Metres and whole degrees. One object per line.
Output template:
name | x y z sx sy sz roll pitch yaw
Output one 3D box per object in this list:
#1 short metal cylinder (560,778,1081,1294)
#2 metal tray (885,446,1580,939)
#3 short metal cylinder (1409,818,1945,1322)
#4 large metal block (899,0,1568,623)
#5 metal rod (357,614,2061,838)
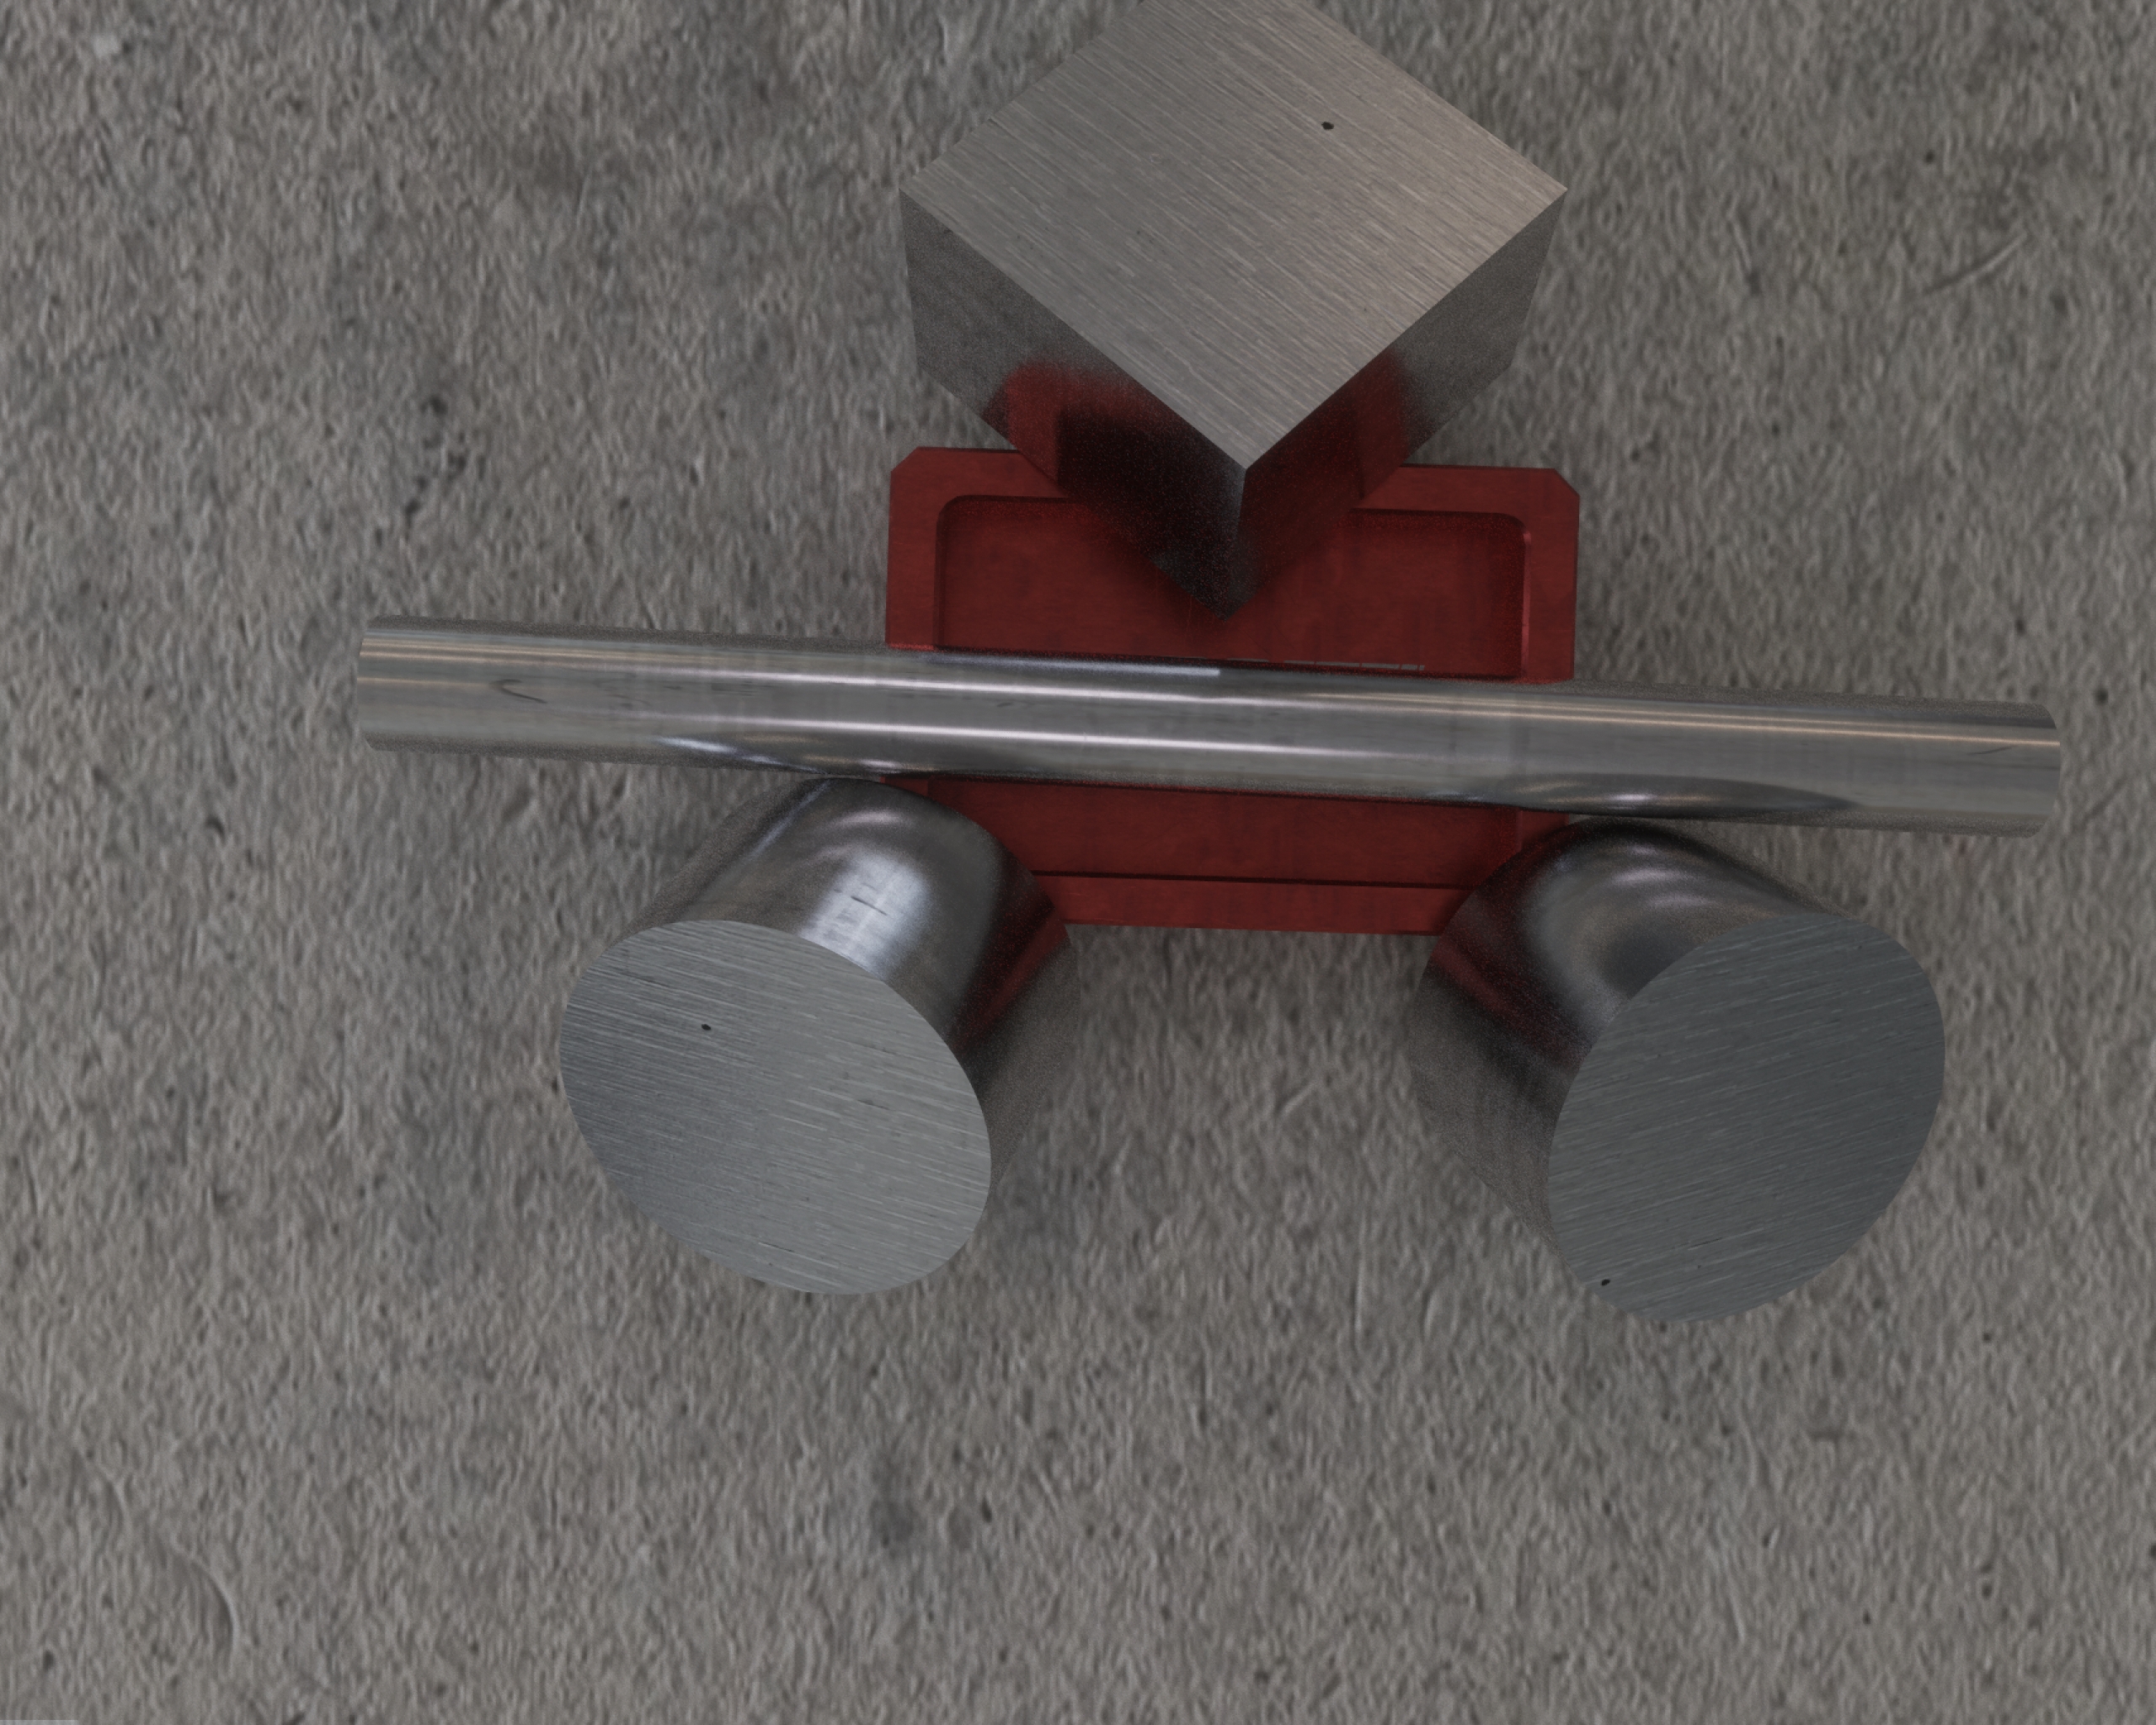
short metal cylinder | -0.045 0.031 0.380 0.080 0.050 0.079 9 123 15
metal tray | 0.029 -0.032 0.409 0.131 0.030 0.089 2 90 0
short metal cylinder | 0.109 0.036 0.383 0.081 0.050 0.079 -8 114 -18
large metal block | 0.026 -0.105 0.377 0.080 0.050 0.080 42 73 15
metal rod | 0.024 -0.025 0.381 0.302 0.025 0.025 3 90 -1
